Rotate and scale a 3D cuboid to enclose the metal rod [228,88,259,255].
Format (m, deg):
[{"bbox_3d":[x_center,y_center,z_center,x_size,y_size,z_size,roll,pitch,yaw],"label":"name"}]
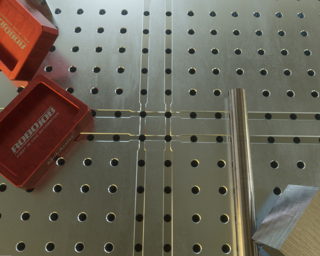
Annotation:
[{"bbox_3d":[0.103,0.091,0.379,0.025,0.025,0.299,1,70,0],"label":"metal rod"}]

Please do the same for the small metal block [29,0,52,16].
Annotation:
[{"bbox_3d":[-0.192,-0.204,0.471,0.025,0.050,0.050,-24,72,-8],"label":"small metal block"}]

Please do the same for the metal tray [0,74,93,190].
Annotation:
[{"bbox_3d":[-0.164,0.003,0.405,0.090,0.030,0.130,35,73,11],"label":"metal tray"}]

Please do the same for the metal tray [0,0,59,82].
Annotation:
[{"bbox_3d":[-0.212,-0.139,0.433,0.130,0.030,0.090,44,109,14],"label":"metal tray"}]

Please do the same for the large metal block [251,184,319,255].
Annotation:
[{"bbox_3d":[0.165,0.121,0.344,0.080,0.050,0.080,43,74,-7],"label":"large metal block"}]
